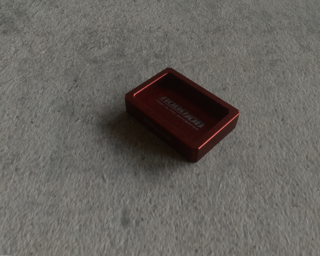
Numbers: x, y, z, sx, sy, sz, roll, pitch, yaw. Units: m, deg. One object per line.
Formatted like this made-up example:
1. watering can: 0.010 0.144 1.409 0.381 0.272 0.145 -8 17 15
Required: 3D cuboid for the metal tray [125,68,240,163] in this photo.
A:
1. metal tray: 0.027 -0.023 0.419 0.130 0.030 0.091 37 59 27
